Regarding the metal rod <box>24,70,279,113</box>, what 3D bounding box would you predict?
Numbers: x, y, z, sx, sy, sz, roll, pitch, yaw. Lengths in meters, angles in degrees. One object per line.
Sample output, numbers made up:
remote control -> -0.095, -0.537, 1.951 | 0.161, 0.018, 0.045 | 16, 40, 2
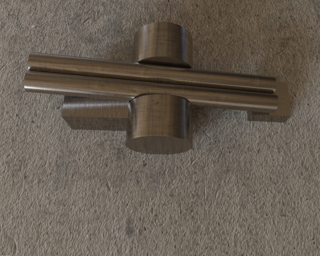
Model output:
metal rod -> -0.004, -0.043, 0.377 | 0.302, 0.025, 0.025 | 4, 70, -7

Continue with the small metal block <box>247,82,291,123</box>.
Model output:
small metal block -> 0.147, -0.036, 0.424 | 0.050, 0.025, 0.050 | 3, 70, 1

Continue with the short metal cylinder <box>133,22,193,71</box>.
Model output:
short metal cylinder -> 0.004, -0.095, 0.415 | 0.080, 0.080, 0.050 | 1, 70, 0

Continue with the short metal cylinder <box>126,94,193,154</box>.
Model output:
short metal cylinder -> 0.000, -0.002, 0.381 | 0.080, 0.080, 0.050 | 1, 70, 0

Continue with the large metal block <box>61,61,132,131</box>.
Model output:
large metal block -> -0.078, -0.042, 0.411 | 0.080, 0.050, 0.080 | 2, 70, 0

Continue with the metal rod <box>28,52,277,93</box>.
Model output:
metal rod -> -0.003, -0.066, 0.386 | 0.302, 0.025, 0.025 | 4, 70, -7
